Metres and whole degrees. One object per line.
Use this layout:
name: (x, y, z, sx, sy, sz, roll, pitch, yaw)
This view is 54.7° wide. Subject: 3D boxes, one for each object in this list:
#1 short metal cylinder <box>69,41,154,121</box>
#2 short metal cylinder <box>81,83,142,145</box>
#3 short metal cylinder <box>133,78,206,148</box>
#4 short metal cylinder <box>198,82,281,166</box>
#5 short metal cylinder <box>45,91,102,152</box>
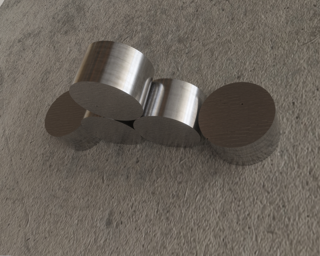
short metal cylinder: (-0.051, -0.049, 0.338, 0.080, 0.080, 0.050, 1, 63, 28)
short metal cylinder: (-0.057, -0.017, 0.411, 0.080, 0.080, 0.050, 0, 62, 28)
short metal cylinder: (0.014, -0.016, 0.373, 0.080, 0.080, 0.050, 0, 61, 28)
short metal cylinder: (0.089, -0.004, 0.344, 0.080, 0.050, 0.080, -13, 57, 21)
short metal cylinder: (-0.121, -0.012, 0.460, 0.080, 0.050, 0.080, -13, 57, 21)
